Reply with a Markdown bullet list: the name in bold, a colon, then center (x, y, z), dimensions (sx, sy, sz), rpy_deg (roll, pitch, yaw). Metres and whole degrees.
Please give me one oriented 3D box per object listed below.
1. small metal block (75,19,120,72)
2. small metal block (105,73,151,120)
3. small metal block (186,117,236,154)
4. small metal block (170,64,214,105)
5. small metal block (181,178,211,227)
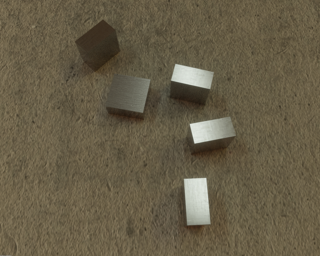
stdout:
- **small metal block**: center (-0.086, -0.115, 0.436), dimensions (0.025, 0.050, 0.050), rpy_deg (43, 75, 14)
- **small metal block**: center (-0.042, -0.043, 0.423), dimensions (0.050, 0.025, 0.050), rpy_deg (10, 70, 3)
- **small metal block**: center (0.063, 0.011, 0.391), dimensions (0.050, 0.050, 0.025), rpy_deg (-10, 71, -4)
- **small metal block**: center (0.041, -0.057, 0.416), dimensions (0.050, 0.050, 0.025), rpy_deg (13, 71, 5)
- **small metal block**: center (0.041, 0.088, 0.363), dimensions (0.025, 0.050, 0.050), rpy_deg (-2, 70, -1)
